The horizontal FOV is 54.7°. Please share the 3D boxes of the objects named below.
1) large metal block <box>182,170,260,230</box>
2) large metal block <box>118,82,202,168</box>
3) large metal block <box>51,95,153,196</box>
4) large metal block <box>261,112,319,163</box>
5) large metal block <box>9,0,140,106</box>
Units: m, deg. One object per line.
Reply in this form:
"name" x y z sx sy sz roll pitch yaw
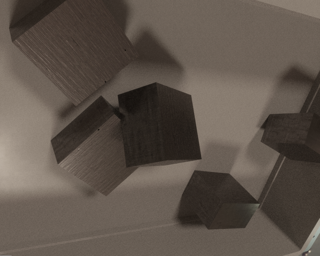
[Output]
"large metal block" 0.096 0.115 0.499 0.081 0.080 0.050 10 113 -33
"large metal block" 0.002 0.000 0.352 0.050 0.080 0.080 -14 168 30
"large metal block" -0.067 0.022 0.371 0.080 0.050 0.080 -42 130 0
"large metal block" 0.224 0.016 0.491 0.080 0.080 0.050 28 77 -26
"large metal block" -0.081 -0.083 0.298 0.080 0.050 0.080 -39 130 -2
